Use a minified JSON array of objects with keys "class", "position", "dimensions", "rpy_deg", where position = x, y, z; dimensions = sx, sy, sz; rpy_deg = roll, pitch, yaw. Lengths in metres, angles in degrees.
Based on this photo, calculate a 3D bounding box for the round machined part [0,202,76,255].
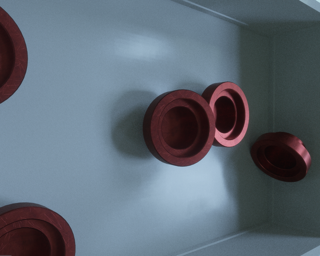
[{"class":"round machined part","position":[-0.133,0.118,0.285],"dimensions":[0.099,0.042,0.097],"rpy_deg":[0,90,-40]}]

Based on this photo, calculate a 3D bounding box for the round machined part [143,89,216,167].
[{"class":"round machined part","position":[0.021,0.000,0.408],"dimensions":[0.099,0.042,0.097],"rpy_deg":[0,91,-29]}]

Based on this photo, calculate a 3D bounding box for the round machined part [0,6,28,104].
[{"class":"round machined part","position":[-0.167,-0.061,0.256],"dimensions":[0.099,0.042,0.097],"rpy_deg":[0,90,-40]}]

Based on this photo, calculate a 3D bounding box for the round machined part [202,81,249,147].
[{"class":"round machined part","position":[0.090,-0.020,0.474],"dimensions":[0.099,0.042,0.097],"rpy_deg":[0,90,-40]}]

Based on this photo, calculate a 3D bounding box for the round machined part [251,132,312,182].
[{"class":"round machined part","position":[0.214,0.045,0.543],"dimensions":[0.042,0.098,0.098],"rpy_deg":[-46,118,-31]}]
